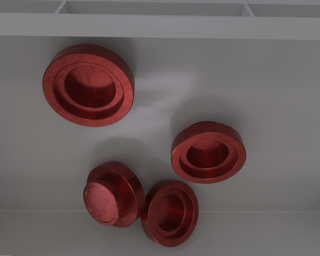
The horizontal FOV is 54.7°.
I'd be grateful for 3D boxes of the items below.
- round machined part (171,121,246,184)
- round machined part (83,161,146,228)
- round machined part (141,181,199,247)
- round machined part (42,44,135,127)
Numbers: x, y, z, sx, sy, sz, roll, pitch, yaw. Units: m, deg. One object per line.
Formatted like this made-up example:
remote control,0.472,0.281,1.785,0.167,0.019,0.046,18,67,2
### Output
round machined part,0.064,0.029,0.423,0.099,0.042,0.097,0,130,0
round machined part,-0.072,0.101,0.450,0.098,0.042,0.097,12,112,31
round machined part,0.010,0.131,0.485,0.098,0.098,0.042,39,156,-28
round machined part,-0.078,-0.051,0.353,0.099,0.042,0.097,0,130,0
